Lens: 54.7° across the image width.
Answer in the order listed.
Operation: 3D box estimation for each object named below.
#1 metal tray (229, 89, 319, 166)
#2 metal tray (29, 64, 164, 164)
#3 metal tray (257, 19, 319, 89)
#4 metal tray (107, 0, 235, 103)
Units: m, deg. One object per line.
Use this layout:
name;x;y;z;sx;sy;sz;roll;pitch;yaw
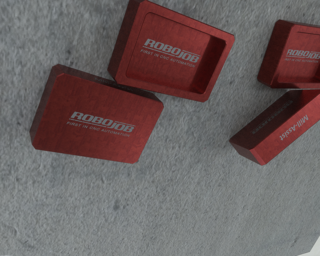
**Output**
metal tray;0.174;-0.005;0.457;0.130;0.090;0.030;-39;99;-2
metal tray;-0.070;-0.011;0.360;0.131;0.030;0.089;14;111;-34
metal tray;0.214;-0.105;0.458;0.131;0.030;0.089;-3;120;-27
metal tray;0.015;-0.085;0.360;0.131;0.030;0.089;8;114;-33
